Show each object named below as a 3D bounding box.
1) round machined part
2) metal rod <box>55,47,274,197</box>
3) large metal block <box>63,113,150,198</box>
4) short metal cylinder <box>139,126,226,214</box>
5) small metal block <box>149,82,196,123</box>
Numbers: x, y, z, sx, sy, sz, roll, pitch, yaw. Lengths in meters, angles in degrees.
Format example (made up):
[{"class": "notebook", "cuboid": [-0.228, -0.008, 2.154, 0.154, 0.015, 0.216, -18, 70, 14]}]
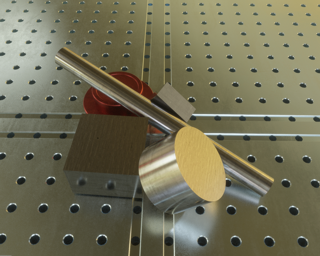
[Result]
[{"class": "round machined part", "cuboid": [-0.057, -0.041, 0.431, 0.099, 0.042, 0.098, 0, 50, 0]}, {"class": "metal rod", "cuboid": [-0.002, -0.013, 0.376, 0.301, 0.025, 0.025, 33, 56, 9]}, {"class": "large metal block", "cuboid": [-0.056, 0.031, 0.361, 0.080, 0.050, 0.080, 4, 50, 3]}, {"class": "short metal cylinder", "cuboid": [0.024, 0.045, 0.326, 0.080, 0.050, 0.080, 30, 45, -35]}, {"class": "small metal block", "cuboid": [0.009, -0.025, 0.400, 0.050, 0.050, 0.025, 42, 58, -11]}]
